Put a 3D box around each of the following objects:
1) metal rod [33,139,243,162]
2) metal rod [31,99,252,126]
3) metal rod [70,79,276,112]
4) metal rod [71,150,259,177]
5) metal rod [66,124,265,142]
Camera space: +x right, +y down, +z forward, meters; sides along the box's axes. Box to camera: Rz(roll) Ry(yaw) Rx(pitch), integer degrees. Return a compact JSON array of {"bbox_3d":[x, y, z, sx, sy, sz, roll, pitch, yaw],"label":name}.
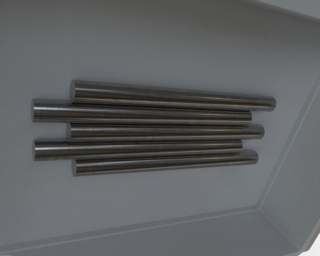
[{"bbox_3d":[-0.009,0.026,0.420,0.303,0.025,0.025,1,118,-29],"label":"metal rod"},{"bbox_3d":[-0.001,-0.017,0.397,0.303,0.025,0.025,1,118,-29],"label":"metal rod"},{"bbox_3d":[0.038,-0.038,0.406,0.303,0.025,0.025,1,118,-29],"label":"metal rod"},{"bbox_3d":[0.026,0.049,0.453,0.303,0.025,0.025,1,118,-29],"label":"metal rod"},{"bbox_3d":[0.028,0.005,0.427,0.303,0.025,0.025,1,118,-29],"label":"metal rod"}]
